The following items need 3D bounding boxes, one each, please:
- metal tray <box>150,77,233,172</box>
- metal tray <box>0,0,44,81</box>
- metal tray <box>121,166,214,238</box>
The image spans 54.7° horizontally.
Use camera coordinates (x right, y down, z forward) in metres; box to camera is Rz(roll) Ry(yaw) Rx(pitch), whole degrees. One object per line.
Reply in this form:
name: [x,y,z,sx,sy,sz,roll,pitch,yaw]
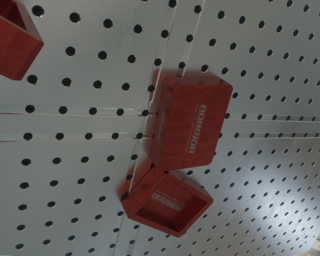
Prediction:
metal tray: [0.042,-0.005,0.430,0.091,0.030,0.129,-4,121,-27]
metal tray: [-0.138,-0.087,0.214,0.090,0.130,0.030,29,102,-38]
metal tray: [0.015,0.118,0.490,0.090,0.030,0.130,-49,129,6]
